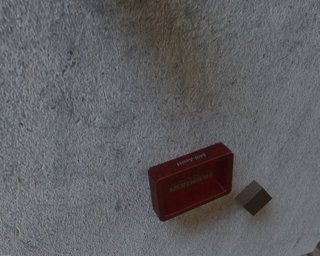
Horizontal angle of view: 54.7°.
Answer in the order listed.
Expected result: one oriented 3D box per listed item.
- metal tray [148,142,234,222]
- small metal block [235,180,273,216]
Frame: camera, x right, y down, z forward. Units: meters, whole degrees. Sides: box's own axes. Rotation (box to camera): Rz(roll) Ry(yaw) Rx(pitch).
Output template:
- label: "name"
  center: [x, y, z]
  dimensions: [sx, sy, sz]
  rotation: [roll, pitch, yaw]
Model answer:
- label: "metal tray"
  center: [0.050, 0.083, 0.482]
  dimensions: [0.131, 0.030, 0.089]
  rotation: [-18, 126, -18]
- label: "small metal block"
  center: [0.178, 0.133, 0.586]
  dimensions: [0.050, 0.025, 0.050]
  rotation: [-45, 129, 3]
